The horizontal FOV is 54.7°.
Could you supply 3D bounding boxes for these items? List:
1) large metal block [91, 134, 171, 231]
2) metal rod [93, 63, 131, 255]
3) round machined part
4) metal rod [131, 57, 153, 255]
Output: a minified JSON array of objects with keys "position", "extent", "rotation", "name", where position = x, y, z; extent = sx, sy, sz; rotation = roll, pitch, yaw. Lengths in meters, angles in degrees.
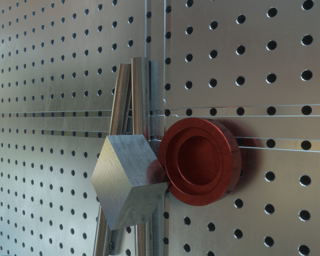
[{"position":[-0.040,0.065,0.382],"extent":[0.080,0.050,0.079],"rotation":[57,134,38],"name":"large metal block"},{"position":[-0.070,0.055,0.464],"extent":[0.025,0.025,0.298],"rotation":[14,99,39],"name":"metal rod"},{"position":[0.049,0.037,0.357],"extent":[0.098,0.042,0.097],"rotation":[0,90,39],"name":"round machined part"},{"position":[-0.024,0.053,0.427],"extent":[0.025,0.025,0.298],"rotation":[-2,89,39],"name":"metal rod"}]
